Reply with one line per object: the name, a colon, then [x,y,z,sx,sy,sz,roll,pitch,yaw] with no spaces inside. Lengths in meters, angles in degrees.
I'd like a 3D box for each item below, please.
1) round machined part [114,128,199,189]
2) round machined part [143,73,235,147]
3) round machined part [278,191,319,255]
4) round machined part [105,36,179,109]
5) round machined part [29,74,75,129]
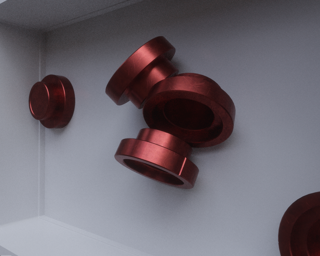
round machined part: [0.000,0.034,0.366,0.098,0.098,0.042,6,66,39]
round machined part: [0.034,-0.023,0.343,0.098,0.098,0.042,-15,45,38]
round machined part: [0.156,0.101,0.260,0.098,0.042,0.097,-3,86,49]
round machined part: [-0.016,-0.060,0.377,0.042,0.098,0.098,46,120,2]
round machined part: [-0.200,-0.048,0.557,0.098,0.042,0.097,0,90,39]
